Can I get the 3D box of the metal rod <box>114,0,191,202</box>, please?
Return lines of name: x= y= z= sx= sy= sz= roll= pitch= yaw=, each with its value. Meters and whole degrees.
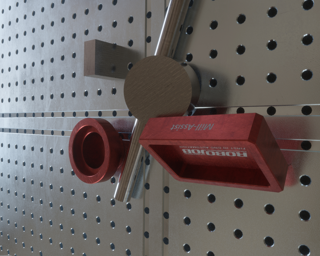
metal rod: x=-0.012 y=-0.037 z=0.417 sx=0.025 sy=0.025 sz=0.298 roll=27 pitch=107 yaw=36

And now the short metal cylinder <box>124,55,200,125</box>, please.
short metal cylinder: x=0.004 y=-0.045 z=0.370 sx=0.080 sy=0.050 sz=0.079 roll=3 pitch=99 yaw=17

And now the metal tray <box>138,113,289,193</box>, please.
metal tray: x=0.053 y=0.026 z=0.322 sx=0.130 sy=0.090 sz=0.030 roll=-1 pitch=52 yaw=39

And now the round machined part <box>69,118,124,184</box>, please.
round machined part: x=-0.093 y=0.033 z=0.472 sx=0.098 sy=0.042 sz=0.097 roll=0 pitch=90 yaw=39

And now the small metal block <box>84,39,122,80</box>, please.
small metal block: x=-0.084 y=-0.100 z=0.460 sx=0.025 sy=0.050 sz=0.050 roll=2 pitch=91 yaw=40
